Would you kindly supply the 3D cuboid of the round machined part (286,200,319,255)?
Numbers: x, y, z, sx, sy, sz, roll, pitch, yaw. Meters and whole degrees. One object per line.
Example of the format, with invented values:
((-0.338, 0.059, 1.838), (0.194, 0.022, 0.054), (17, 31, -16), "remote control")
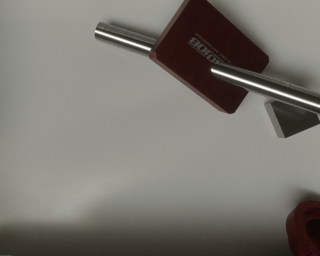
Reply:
((0.203, 0.144, 0.388), (0.098, 0.098, 0.042), (21, 129, -1), "round machined part")

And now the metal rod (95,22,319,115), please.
((0.059, -0.077, 0.389), (0.301, 0.025, 0.025), (20, 90, 8), "metal rod")

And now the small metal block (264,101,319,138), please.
((0.176, -0.019, 0.414), (0.050, 0.025, 0.050), (-23, 90, -1), "small metal block")

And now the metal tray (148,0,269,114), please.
((0.063, -0.089, 0.389), (0.130, 0.030, 0.090), (34, 90, -20), "metal tray")
